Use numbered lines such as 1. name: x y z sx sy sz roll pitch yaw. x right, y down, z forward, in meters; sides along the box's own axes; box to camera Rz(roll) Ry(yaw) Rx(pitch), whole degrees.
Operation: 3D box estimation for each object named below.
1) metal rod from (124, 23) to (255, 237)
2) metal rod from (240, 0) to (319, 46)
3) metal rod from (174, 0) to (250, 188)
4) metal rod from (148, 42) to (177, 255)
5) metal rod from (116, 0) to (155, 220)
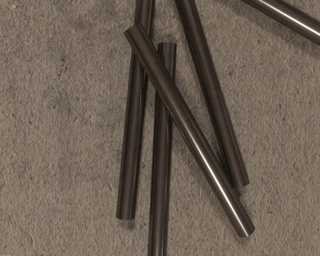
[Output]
1. metal rod: 0.041 0.009 0.392 0.025 0.025 0.299 -30 98 0
2. metal rod: 0.132 -0.171 0.411 0.301 0.025 0.025 30 90 -1
3. metal rod: 0.063 -0.067 0.410 0.025 0.025 0.298 -17 90 0
4. metal rod: 0.003 0.039 0.410 0.025 0.025 0.298 3 90 -1
5. metal rod: -0.032 -0.031 0.409 0.025 0.025 0.298 5 90 -1
